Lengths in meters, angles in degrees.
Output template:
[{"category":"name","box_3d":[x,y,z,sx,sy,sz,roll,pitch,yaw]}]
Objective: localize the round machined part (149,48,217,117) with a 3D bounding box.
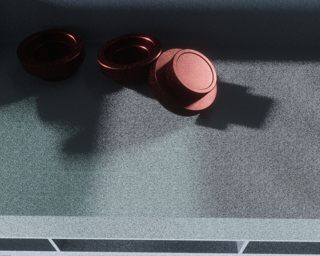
[{"category":"round machined part","box_3d":[0.038,-0.068,0.424,0.099,0.042,0.098,11,64,-23]}]

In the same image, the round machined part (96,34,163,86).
[{"category":"round machined part","box_3d":[-0.043,-0.101,0.473,0.099,0.042,0.098,-4,45,4]}]

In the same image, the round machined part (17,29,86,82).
[{"category":"round machined part","box_3d":[-0.166,-0.110,0.485,0.099,0.042,0.098,0,50,0]}]
